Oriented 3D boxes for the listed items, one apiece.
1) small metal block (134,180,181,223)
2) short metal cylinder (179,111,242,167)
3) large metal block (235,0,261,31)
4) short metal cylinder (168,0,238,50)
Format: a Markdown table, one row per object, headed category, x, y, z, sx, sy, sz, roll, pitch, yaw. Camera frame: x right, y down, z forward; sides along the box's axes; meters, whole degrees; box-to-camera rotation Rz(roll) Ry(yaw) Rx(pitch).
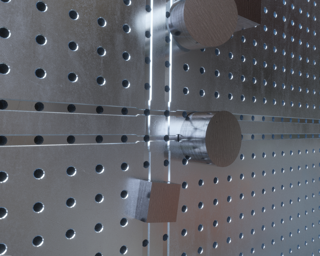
| category | x | y | z | sx | sy | sz | roll | pitch | yaw |
| --- | --- | --- | --- | --- | --- | --- | --- | --- | --- |
| small metal block | -0.002 | 0.096 | 0.407 | 0.050 | 0.025 | 0.050 | 13 | 82 | -39 |
| short metal cylinder | 0.075 | 0.015 | 0.455 | 0.081 | 0.050 | 0.080 | 0 | 90 | -40 |
| large metal block | 0.115 | -0.206 | 0.488 | 0.081 | 0.050 | 0.080 | 2 | 89 | -40 |
| short metal cylinder | 0.058 | -0.150 | 0.425 | 0.081 | 0.050 | 0.079 | -4 | 100 | -21 |
